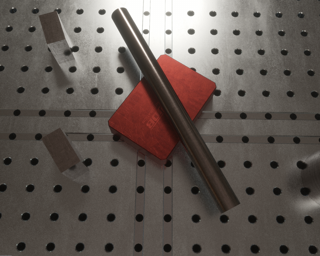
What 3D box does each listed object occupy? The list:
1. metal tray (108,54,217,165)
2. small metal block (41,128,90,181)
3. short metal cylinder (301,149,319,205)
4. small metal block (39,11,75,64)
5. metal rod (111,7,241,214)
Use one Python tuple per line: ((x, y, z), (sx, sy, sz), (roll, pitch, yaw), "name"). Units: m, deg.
((0.005, -0.027, 0.419), (0.090, 0.030, 0.130), (33, 73, 11), "metal tray")
((-0.116, 0.034, 0.385), (0.025, 0.050, 0.050), (-33, 74, -11), "small metal block")
((0.224, 0.058, 0.380), (0.081, 0.050, 0.080), (0, 70, -1), "short metal cylinder")
((-0.147, -0.129, 0.444), (0.025, 0.050, 0.050), (-19, 71, -7), "small metal block")
((0.011, -0.035, 0.392), (0.025, 0.025, 0.299), (-26, 72, -9), "metal rod")
